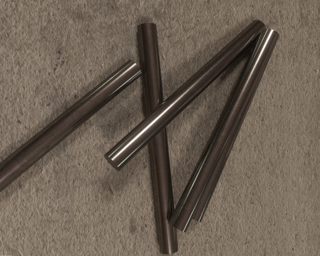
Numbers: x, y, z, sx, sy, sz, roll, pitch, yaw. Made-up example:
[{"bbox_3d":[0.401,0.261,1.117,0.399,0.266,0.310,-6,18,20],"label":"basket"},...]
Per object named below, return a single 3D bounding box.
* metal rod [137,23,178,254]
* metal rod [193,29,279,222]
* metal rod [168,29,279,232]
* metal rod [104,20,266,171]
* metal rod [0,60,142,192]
[{"bbox_3d":[-0.003,0.015,0.409,0.025,0.025,0.298,-6,92,-20],"label":"metal rod"},{"bbox_3d":[0.107,-0.010,0.450,0.025,0.025,0.299,28,81,-18],"label":"metal rod"},{"bbox_3d":[0.090,-0.004,0.418,0.025,0.025,0.299,31,79,-18],"label":"metal rod"},{"bbox_3d":[0.047,-0.056,0.407,0.301,0.025,0.025,-43,104,-23],"label":"metal rod"},{"bbox_3d":[-0.139,0.020,0.357,0.301,0.025,0.025,-42,104,-15],"label":"metal rod"}]
